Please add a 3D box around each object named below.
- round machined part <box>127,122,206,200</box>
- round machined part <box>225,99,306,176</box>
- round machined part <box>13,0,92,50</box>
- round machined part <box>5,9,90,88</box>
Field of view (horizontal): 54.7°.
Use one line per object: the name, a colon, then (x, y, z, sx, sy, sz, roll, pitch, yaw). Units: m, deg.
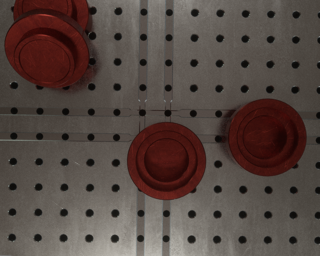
round machined part: (0.008, 0.041, 0.405, 0.099, 0.042, 0.097, 0, 90, -1)
round machined part: (0.134, 0.012, 0.407, 0.099, 0.042, 0.097, 0, 90, -1)
round machined part: (-0.142, -0.150, 0.403, 0.099, 0.042, 0.097, 0, 90, -1)
round machined part: (-0.136, -0.090, 0.377, 0.099, 0.042, 0.097, -4, 130, -5)
